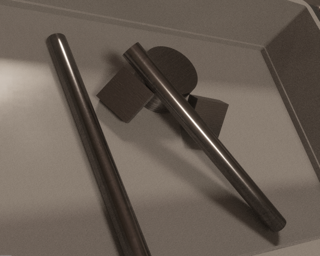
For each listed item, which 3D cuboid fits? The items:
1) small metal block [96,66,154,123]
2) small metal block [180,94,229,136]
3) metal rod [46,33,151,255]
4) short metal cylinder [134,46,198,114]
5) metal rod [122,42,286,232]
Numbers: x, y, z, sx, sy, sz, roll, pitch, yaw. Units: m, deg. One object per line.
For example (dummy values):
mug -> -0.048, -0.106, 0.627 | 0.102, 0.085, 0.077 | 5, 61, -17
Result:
small metal block -> -0.043, -0.041, 0.392 | 0.050, 0.025, 0.050 | 43, 91, 1
small metal block -> 0.062, -0.016, 0.432 | 0.050, 0.050, 0.025 | 8, 16, -25
metal rod -> -0.076, 0.014, 0.356 | 0.025, 0.025, 0.299 | -12, 68, -34
short metal cylinder -> 0.005, -0.067, 0.435 | 0.081, 0.050, 0.080 | 14, 56, -21
metal rod -> 0.061, 0.018, 0.392 | 0.300, 0.025, 0.025 | 49, 50, -9
